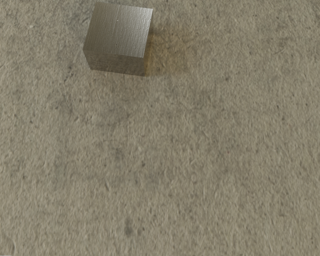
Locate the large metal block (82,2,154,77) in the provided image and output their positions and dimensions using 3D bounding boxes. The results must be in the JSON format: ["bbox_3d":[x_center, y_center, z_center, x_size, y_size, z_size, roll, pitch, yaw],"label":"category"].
[{"bbox_3d":[-0.056,-0.125,0.440,0.080,0.050,0.080,8,70,2],"label":"large metal block"}]
